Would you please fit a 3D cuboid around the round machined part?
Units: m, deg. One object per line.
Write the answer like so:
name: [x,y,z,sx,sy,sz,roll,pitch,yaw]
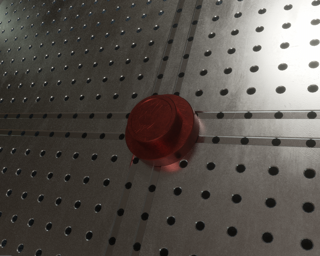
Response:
round machined part: [-0.003,-0.004,0.400,0.098,0.042,0.098,-13,56,20]
